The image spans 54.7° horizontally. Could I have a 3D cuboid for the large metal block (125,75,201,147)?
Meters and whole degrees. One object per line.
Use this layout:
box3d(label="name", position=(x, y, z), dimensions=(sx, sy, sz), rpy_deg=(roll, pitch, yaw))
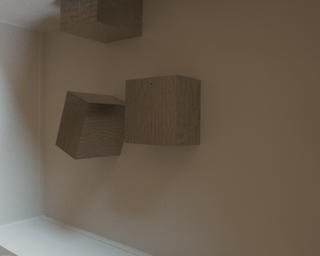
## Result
box3d(label="large metal block", position=(0.003, -0.020, 0.386), dimensions=(0.080, 0.050, 0.079), rpy_deg=(1, 91, 39))

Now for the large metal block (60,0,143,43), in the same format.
box3d(label="large metal block", position=(-0.082, -0.158, 0.436), dimensions=(0.080, 0.081, 0.050), rpy_deg=(3, 92, 39))

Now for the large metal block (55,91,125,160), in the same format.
box3d(label="large metal block", position=(-0.093, -0.004, 0.445), dimensions=(0.050, 0.081, 0.079), rpy_deg=(27, 107, 36))
